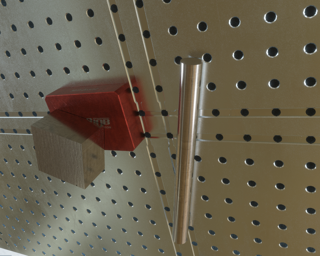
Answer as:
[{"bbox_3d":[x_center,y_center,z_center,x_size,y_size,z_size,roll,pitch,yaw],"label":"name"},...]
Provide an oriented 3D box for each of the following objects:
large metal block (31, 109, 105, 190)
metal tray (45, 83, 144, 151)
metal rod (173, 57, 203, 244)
[{"bbox_3d":[-0.127,0.029,0.438,0.080,0.050,0.079,18,126,17],"label":"large metal block"},{"bbox_3d":[-0.095,-0.014,0.448,0.130,0.030,0.089,0,119,27],"label":"metal tray"},{"bbox_3d":[0.034,0.052,0.424,0.025,0.025,0.298,14,124,20],"label":"metal rod"}]
